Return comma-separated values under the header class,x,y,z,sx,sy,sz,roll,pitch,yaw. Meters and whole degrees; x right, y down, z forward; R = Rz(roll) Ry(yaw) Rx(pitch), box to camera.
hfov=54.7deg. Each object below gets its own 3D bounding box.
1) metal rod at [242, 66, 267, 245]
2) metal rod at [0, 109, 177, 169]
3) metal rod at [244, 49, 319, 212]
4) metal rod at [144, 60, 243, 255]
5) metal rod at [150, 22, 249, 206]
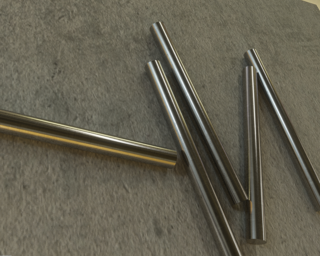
class,x,y,z,sx,sy,sz,roll,pitch,yaw
metal rod,0.140,0.020,0.469,0.025,0.025,0.300,21,54,-16
metal rod,-0.121,0.004,0.336,0.302,0.025,0.025,14,56,-21
metal rod,0.208,-0.009,0.524,0.025,0.025,0.299,-2,63,-30
metal rod,0.040,0.039,0.403,0.025,0.025,0.299,-8,66,-32
metal rod,0.049,-0.033,0.452,0.025,0.025,0.299,-10,67,-33
